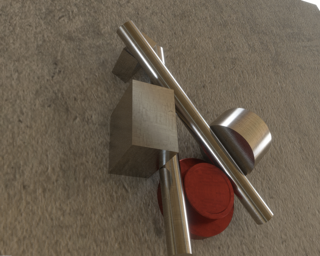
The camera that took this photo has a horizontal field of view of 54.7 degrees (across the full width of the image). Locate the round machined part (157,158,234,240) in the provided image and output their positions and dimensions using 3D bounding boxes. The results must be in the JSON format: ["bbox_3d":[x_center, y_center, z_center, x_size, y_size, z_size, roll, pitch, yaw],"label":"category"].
[{"bbox_3d":[0.050,0.081,0.374,0.099,0.042,0.098,14,56,-21],"label":"round machined part"}]

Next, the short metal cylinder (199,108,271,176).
[{"bbox_3d":[0.100,0.020,0.414,0.080,0.080,0.050,49,51,5],"label":"short metal cylinder"}]

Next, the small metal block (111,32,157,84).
[{"bbox_3d":[-0.036,-0.097,0.430,0.025,0.050,0.050,39,51,-3],"label":"small metal block"}]

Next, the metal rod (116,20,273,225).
[{"bbox_3d":[0.045,-0.006,0.390,0.025,0.025,0.299,-38,92,-39],"label":"metal rod"}]

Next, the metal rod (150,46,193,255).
[{"bbox_3d":[0.007,0.004,0.388,0.025,0.025,0.299,11,51,-23],"label":"metal rod"}]

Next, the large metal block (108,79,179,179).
[{"bbox_3d":[-0.022,0.005,0.357,0.050,0.080,0.080,11,57,-23],"label":"large metal block"}]
